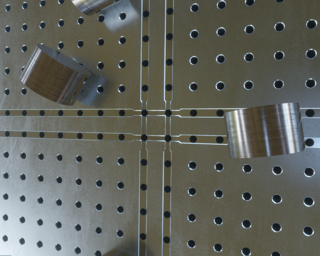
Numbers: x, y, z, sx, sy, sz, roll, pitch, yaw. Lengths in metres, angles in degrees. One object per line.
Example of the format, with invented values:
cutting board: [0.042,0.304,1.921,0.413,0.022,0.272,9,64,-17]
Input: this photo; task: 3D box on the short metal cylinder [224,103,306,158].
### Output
short metal cylinder: [0.114,0.003,0.343,0.080,0.080,0.050,-8,88,19]

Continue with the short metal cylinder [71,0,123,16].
short metal cylinder: [-0.091,-0.199,0.414,0.050,0.080,0.080,-19,84,19]

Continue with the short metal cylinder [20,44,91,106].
short metal cylinder: [-0.145,-0.074,0.433,0.080,0.080,0.050,36,102,16]

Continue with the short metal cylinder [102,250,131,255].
short metal cylinder: [-0.068,0.217,0.422,0.080,0.050,0.079,0,90,19]
